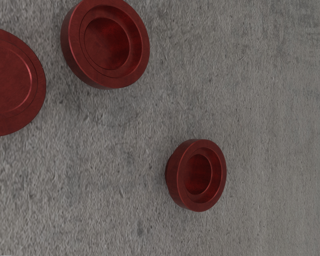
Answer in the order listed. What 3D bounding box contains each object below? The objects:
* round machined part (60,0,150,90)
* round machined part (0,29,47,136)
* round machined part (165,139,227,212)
[{"bbox_3d":[-0.062,-0.091,0.341,0.099,0.042,0.097,0,90,-40],"label":"round machined part"},{"bbox_3d":[-0.148,-0.040,0.270,0.099,0.042,0.097,0,90,-40],"label":"round machined part"},{"bbox_3d":[0.046,0.064,0.432,0.099,0.042,0.097,0,90,-40],"label":"round machined part"}]
